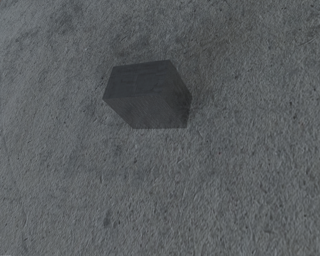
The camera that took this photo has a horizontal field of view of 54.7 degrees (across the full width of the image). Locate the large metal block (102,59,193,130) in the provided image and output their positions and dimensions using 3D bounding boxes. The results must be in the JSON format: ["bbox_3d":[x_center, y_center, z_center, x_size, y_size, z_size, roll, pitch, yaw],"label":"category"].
[{"bbox_3d":[-0.013,-0.039,0.400,0.080,0.080,0.050,-1,61,27],"label":"large metal block"}]
